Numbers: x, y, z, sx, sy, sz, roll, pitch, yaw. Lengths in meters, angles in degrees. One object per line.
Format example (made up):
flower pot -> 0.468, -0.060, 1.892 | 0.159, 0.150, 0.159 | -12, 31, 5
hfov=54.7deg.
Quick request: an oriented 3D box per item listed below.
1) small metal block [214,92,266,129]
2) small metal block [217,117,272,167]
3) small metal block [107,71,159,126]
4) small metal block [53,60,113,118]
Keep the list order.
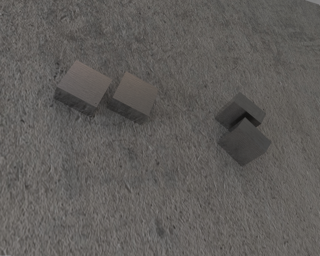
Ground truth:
small metal block -> 0.119, -0.018, 0.462 | 0.050, 0.050, 0.025 | 39, 51, -2
small metal block -> 0.118, 0.021, 0.438 | 0.050, 0.050, 0.025 | 44, 51, 2
small metal block -> -0.035, -0.039, 0.409 | 0.050, 0.025, 0.050 | 27, 52, -11
small metal block -> -0.094, -0.048, 0.382 | 0.050, 0.025, 0.050 | 28, 52, -10
